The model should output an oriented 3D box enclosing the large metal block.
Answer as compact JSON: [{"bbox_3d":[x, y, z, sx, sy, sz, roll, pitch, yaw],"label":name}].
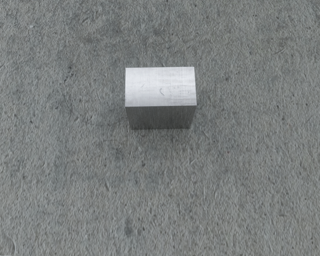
[{"bbox_3d":[0.000,-0.035,0.393,0.081,0.080,0.050,-1,70,-1],"label":"large metal block"}]
